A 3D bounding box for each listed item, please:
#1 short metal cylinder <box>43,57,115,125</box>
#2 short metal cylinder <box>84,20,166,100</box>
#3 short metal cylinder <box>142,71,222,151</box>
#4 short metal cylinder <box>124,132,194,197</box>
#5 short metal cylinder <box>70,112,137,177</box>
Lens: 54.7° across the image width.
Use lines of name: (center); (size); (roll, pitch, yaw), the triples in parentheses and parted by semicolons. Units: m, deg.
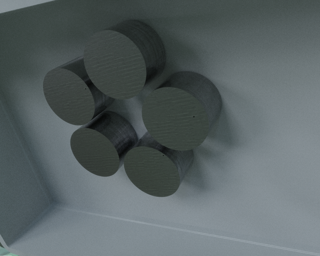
short metal cylinder: (-0.107, -0.050, 0.415); (0.080, 0.050, 0.079); (13, 124, 21)
short metal cylinder: (-0.041, -0.080, 0.362); (0.080, 0.050, 0.079); (13, 124, 21)
short metal cylinder: (0.026, -0.020, 0.364); (0.080, 0.050, 0.079); (13, 124, 21)
short metal cylinder: (-0.001, 0.046, 0.419); (0.080, 0.050, 0.079); (13, 124, 21)
short metal cylinder: (-0.080, 0.023, 0.446); (0.080, 0.050, 0.079); (13, 124, 21)
